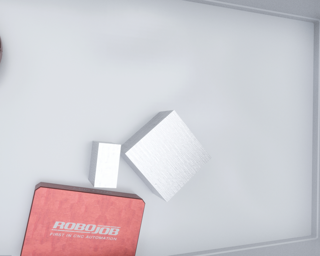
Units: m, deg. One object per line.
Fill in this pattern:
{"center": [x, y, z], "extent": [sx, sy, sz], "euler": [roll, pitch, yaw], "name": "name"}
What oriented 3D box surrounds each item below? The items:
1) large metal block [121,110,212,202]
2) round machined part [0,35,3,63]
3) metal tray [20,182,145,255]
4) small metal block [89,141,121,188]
{"center": [0.004, 0.034, 0.400], "extent": [0.080, 0.050, 0.080], "euler": [-42, 104, -15], "name": "large metal block"}
{"center": [-0.218, -0.085, 0.320], "extent": [0.099, 0.042, 0.097], "euler": [0, 91, -22], "name": "round machined part"}
{"center": [-0.091, 0.120, 0.375], "extent": [0.131, 0.030, 0.090], "euler": [12, 86, -20], "name": "metal tray"}
{"center": [-0.068, 0.042, 0.373], "extent": [0.025, 0.050, 0.050], "euler": [7, 88, -20], "name": "small metal block"}
